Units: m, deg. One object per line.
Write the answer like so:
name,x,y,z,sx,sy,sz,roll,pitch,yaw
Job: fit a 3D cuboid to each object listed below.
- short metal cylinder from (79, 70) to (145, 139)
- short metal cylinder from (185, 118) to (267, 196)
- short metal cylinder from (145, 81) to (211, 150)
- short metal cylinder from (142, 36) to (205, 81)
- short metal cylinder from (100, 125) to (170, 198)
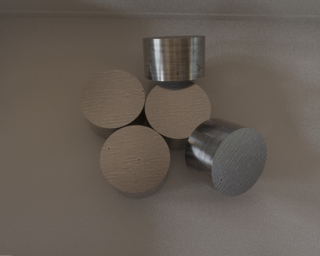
short metal cylinder,-0.059,-0.029,0.404,0.081,0.050,0.080,0,70,0
short metal cylinder,0.077,0.032,0.362,0.081,0.050,0.079,-9,108,-28
short metal cylinder,0.022,-0.016,0.400,0.081,0.050,0.080,0,70,0
short metal cylinder,0.019,-0.093,0.405,0.081,0.080,0.050,-3,109,-1
short metal cylinder,-0.029,0.042,0.378,0.081,0.050,0.080,0,70,0
